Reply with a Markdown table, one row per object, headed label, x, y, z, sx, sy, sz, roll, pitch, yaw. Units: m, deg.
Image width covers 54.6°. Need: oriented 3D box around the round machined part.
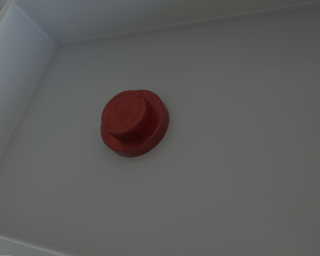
| label | x | y | z | sx | sy | sz | roll | pitch | yaw |
| --- | --- | --- | --- | --- | --- | --- | --- | --- | --- |
| round machined part | -0.041 | -0.013 | 0.425 | 0.098 | 0.042 | 0.098 | -13 | 56 | 21 |
